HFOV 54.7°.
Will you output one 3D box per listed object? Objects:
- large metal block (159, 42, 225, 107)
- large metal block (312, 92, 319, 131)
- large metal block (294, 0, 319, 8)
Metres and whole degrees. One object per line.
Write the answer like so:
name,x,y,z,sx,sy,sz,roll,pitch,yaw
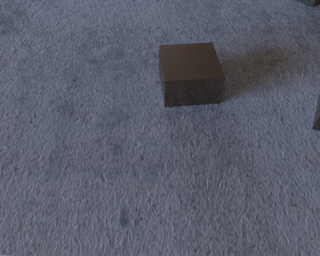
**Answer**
large metal block,0.043,-0.079,0.454,0.081,0.050,0.080,-4,50,-4
large metal block,0.261,-0.029,0.415,0.080,0.050,0.080,20,53,16
large metal block,0.323,-0.305,0.628,0.080,0.080,0.050,-35,59,-26
